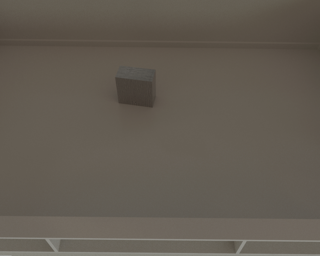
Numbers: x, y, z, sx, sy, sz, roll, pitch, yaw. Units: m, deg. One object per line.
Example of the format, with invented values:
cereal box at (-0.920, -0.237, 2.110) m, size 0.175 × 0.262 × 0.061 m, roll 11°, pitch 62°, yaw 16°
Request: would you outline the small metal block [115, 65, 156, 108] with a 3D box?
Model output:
small metal block at (-0.033, -0.058, 0.437) m, size 0.050 × 0.050 × 0.025 m, roll 8°, pitch 51°, yaw 6°
